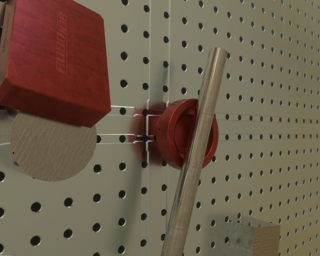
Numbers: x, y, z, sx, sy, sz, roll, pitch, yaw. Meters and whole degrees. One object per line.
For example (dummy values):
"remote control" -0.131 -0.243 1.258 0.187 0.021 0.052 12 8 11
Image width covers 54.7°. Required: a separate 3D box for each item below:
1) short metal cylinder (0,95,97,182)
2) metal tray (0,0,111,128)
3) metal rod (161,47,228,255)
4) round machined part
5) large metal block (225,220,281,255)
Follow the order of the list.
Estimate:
"short metal cylinder" -0.110 0.009 0.302 0.081 0.050 0.079 0 91 -40
"metal tray" -0.096 -0.071 0.289 0.091 0.030 0.130 17 51 -39
"metal rod" 0.043 0.038 0.392 0.025 0.025 0.299 24 75 -38
"round machined part" 0.033 0.009 0.428 0.099 0.042 0.097 0 90 -40
"large metal block" 0.159 0.203 0.530 0.081 0.050 0.080 12 82 -40
